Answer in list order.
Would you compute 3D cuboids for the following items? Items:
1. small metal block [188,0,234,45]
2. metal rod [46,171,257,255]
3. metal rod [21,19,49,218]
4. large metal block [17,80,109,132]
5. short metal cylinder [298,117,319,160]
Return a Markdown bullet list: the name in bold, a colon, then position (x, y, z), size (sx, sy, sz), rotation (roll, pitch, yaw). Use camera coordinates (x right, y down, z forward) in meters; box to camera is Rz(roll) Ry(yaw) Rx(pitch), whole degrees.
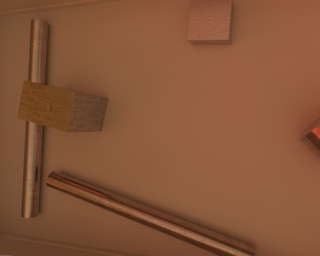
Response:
- **small metal block**: position (0.064, -0.132, 0.388), size (0.050, 0.025, 0.050), rotation (5, 92, 19)
- **metal rod**: position (-0.025, 0.116, 0.418), size (0.301, 0.025, 0.025), rotation (16, 95, 18)
- **metal rod**: position (-0.193, -0.013, 0.476), size (0.025, 0.025, 0.298), rotation (4, 91, 19)
- **large metal block**: position (-0.130, -0.028, 0.426), size (0.080, 0.080, 0.050), rotation (14, 95, 19)
- **short metal cylinder**: position (0.191, 0.003, 0.314), size (0.080, 0.080, 0.050), rotation (-44, 77, 14)
